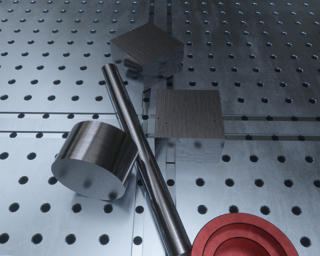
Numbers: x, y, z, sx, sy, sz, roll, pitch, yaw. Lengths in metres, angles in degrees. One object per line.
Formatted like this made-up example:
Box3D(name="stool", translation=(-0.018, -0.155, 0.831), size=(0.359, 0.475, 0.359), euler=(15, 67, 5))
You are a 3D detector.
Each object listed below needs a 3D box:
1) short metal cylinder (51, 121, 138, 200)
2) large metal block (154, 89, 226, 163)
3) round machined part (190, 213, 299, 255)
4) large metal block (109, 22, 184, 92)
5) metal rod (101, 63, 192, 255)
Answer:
Box3D(name="short metal cylinder", translation=(-0.070, 0.037, 0.340), size=(0.080, 0.080, 0.050), euler=(10, 51, 8))
Box3D(name="large metal block", translation=(0.035, -0.003, 0.394), size=(0.080, 0.050, 0.080), euler=(1, 50, 1))
Box3D(name="round machined part", translation=(0.075, 0.133, 0.285), size=(0.099, 0.042, 0.098), euler=(0, 50, 0))
Box3D(name="large metal block", translation=(-0.020, -0.114, 0.487), size=(0.080, 0.050, 0.080), euler=(-34, 58, -25))
Box3D(name="metal rod", translation=(-0.028, 0.018, 0.392), size=(0.025, 0.025, 0.300), euler=(-15, 52, -13))
